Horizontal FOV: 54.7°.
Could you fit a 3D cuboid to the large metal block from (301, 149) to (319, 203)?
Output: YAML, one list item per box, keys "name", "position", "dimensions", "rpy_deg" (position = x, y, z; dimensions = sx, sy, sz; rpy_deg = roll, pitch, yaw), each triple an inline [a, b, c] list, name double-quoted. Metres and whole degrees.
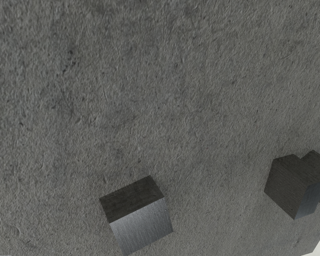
- name: "large metal block"
  position: [0.317, 0.102, 0.607]
  dimensions: [0.050, 0.080, 0.080]
  rpy_deg: [-36, 129, -5]

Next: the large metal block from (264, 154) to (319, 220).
- name: "large metal block"
  position: [0.247, 0.107, 0.572]
  dimensions: [0.050, 0.080, 0.079]
  rpy_deg: [-10, 123, -23]

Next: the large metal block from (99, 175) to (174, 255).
- name: "large metal block"
  position: [-0.033, 0.128, 0.452]
  dimensions: [0.081, 0.050, 0.080]
  rpy_deg: [-23, 127, -15]
